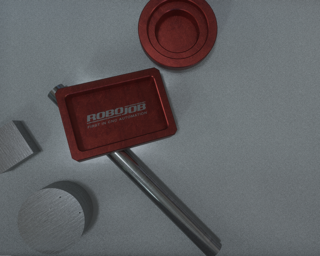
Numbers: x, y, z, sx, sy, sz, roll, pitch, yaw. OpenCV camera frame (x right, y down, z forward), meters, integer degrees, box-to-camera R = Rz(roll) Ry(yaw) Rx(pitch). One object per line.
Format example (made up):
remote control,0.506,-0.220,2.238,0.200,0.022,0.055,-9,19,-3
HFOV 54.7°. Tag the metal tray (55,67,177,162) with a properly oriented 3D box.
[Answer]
metal tray,-0.054,-0.017,0.390,0.131,0.030,0.090,-15,84,-12

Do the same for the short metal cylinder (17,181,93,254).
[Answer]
short metal cylinder,-0.131,0.112,0.397,0.081,0.050,0.079,0,90,-1

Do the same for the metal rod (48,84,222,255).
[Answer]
metal rod,-0.033,0.057,0.411,0.025,0.025,0.300,-45,91,0

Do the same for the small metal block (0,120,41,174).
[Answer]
small metal block,-0.197,0.024,0.409,0.050,0.025,0.050,-33,90,0

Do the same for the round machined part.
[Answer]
round machined part,0.022,-0.123,0.403,0.099,0.042,0.097,0,90,-1
